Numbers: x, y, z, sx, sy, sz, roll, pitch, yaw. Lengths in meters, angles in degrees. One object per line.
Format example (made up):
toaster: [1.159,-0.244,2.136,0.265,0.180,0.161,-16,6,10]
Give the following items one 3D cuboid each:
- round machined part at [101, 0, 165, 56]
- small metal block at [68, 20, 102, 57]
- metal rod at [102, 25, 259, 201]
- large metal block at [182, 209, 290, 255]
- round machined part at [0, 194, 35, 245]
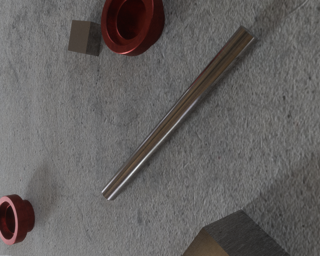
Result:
round machined part: [-0.032,-0.146,0.421,0.098,0.042,0.097,0,90,40]
small metal block: [-0.122,-0.147,0.506,0.050,0.025,0.050,19,102,38]
metal rod: [0.009,-0.001,0.397,0.299,0.025,0.025,-49,61,28]
large metal block: [0.079,0.134,0.304,0.080,0.081,0.050,43,116,31]
round machined part: [-0.294,0.185,0.637,0.098,0.042,0.097,0,90,40]
